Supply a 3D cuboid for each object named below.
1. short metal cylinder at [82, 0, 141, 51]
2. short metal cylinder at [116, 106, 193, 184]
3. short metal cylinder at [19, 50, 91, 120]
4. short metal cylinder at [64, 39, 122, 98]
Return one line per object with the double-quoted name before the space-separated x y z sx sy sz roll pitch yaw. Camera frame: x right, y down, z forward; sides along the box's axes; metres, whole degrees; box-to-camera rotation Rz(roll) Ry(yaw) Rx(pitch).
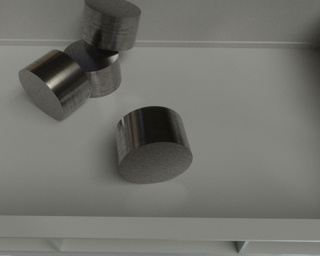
"short metal cylinder" -0.072 -0.155 0.456 0.081 0.050 0.080 11 38 -8
"short metal cylinder" -0.008 0.021 0.352 0.081 0.080 0.050 -8 51 -6
"short metal cylinder" -0.140 -0.057 0.416 0.080 0.080 0.050 28 56 22
"short metal cylinder" -0.100 -0.090 0.464 0.081 0.050 0.080 0 50 0
